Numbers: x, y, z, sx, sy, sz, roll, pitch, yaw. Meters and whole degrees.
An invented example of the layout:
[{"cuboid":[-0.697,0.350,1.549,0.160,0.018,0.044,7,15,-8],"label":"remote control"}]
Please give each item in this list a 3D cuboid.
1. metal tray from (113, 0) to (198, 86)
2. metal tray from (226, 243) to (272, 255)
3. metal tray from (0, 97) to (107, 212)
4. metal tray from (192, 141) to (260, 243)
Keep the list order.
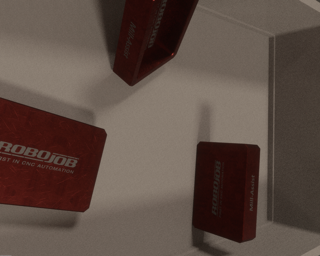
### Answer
[{"cuboid":[-0.003,-0.114,0.343,0.030,0.129,0.090,42,57,11],"label":"metal tray"},{"cuboid":[0.124,0.249,0.472,0.131,0.090,0.030,-46,118,-29],"label":"metal tray"},{"cuboid":[-0.123,0.028,0.301,0.131,0.030,0.090,20,78,-39],"label":"metal tray"},{"cuboid":[0.093,0.086,0.444,0.030,0.090,0.129,7,86,-40],"label":"metal tray"}]
